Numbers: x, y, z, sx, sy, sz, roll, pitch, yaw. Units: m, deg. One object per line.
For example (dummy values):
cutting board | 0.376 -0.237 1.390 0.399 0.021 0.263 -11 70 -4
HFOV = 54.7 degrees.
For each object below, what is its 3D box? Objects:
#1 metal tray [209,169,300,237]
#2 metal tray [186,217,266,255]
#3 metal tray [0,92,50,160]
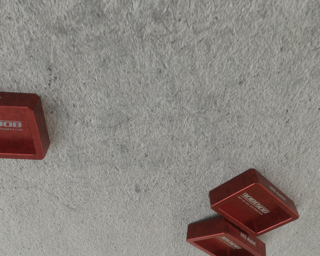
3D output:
metal tray | 0.156 0.128 0.514 0.090 0.030 0.130 -37 121 27
metal tray | 0.123 0.212 0.572 0.090 0.030 0.130 -27 127 37
metal tray | -0.218 -0.003 0.399 0.131 0.030 0.089 3 130 -3
